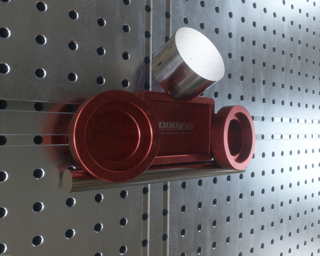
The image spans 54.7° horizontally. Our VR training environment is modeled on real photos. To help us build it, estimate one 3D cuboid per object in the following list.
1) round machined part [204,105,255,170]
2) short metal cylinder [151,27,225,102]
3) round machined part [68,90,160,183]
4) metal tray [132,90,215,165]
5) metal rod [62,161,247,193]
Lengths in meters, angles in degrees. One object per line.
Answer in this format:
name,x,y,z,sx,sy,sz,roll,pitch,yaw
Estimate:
round machined part,0.104,0.015,0.475,0.099,0.042,0.097,2,87,-47
short metal cylinder,0.036,-0.081,0.399,0.080,0.050,0.080,21,52,-29
round machined part,-0.053,0.009,0.343,0.099,0.042,0.097,2,87,-32
metal tray,0.020,0.001,0.417,0.131,0.030,0.089,1,90,-40
metal rod,0.019,0.059,0.420,0.302,0.025,0.025,2,89,-40
